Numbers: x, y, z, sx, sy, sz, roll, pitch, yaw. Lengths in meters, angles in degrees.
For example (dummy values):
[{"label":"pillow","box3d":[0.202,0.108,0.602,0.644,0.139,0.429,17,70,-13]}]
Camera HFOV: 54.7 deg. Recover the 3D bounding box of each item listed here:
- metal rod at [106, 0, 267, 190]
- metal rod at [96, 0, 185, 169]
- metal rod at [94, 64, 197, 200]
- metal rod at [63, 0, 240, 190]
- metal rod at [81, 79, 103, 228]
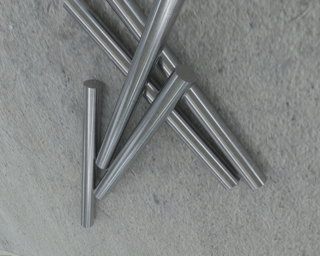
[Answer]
[{"label":"metal rod","box3d":[0.030,-0.048,0.360,0.025,0.025,0.300,-31,101,38]},{"label":"metal rod","box3d":[-0.038,-0.033,0.374,0.025,0.025,0.298,35,138,4]},{"label":"metal rod","box3d":[-0.037,0.028,0.419,0.025,0.025,0.298,39,136,1]},{"label":"metal rod","box3d":[-0.006,-0.040,0.383,0.300,0.025,0.025,48,129,-6]},{"label":"metal rod","box3d":[-0.114,0.060,0.501,0.025,0.025,0.298,22,127,14]}]
